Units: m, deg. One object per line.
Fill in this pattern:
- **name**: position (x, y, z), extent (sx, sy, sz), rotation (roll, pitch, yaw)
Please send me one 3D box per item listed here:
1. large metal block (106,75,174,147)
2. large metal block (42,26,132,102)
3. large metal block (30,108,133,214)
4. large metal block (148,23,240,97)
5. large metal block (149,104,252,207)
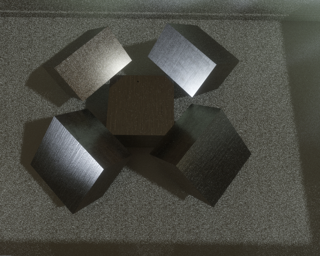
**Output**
- **large metal block**: position (-0.023, -0.021, 0.401), extent (0.080, 0.050, 0.080), rotation (1, 70, 0)
- **large metal block**: position (-0.096, -0.084, 0.400), extent (0.080, 0.080, 0.050), rotation (-44, 119, -15)
- **large metal block**: position (-0.092, 0.037, 0.359), extent (0.080, 0.050, 0.080), rotation (44, 120, 14)
- **large metal block**: position (0.046, -0.091, 0.406), extent (0.080, 0.050, 0.081), rotation (45, 33, 15)
- **large metal block**: position (0.049, 0.030, 0.361), extent (0.080, 0.050, 0.080), rotation (-50, 122, -16)
